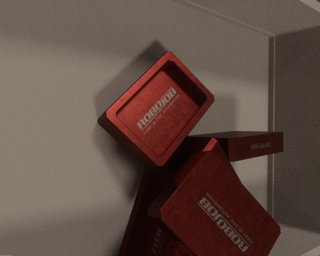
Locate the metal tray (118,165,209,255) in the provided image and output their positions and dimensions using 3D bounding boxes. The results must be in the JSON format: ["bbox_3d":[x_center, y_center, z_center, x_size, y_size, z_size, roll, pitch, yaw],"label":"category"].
[{"bbox_3d":[0.004,0.111,0.369,0.030,0.090,0.130,28,72,-37],"label":"metal tray"}]

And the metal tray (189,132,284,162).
[{"bbox_3d":[0.109,0.024,0.458,0.131,0.090,0.030,-4,93,-40],"label":"metal tray"}]

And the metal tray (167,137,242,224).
[{"bbox_3d":[0.060,0.069,0.416,0.030,0.090,0.130,-49,119,-30],"label":"metal tray"}]

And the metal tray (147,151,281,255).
[{"bbox_3d":[0.061,0.099,0.329,0.130,0.030,0.090,48,65,-11],"label":"metal tray"}]

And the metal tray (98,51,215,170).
[{"bbox_3d":[0.000,-0.024,0.385,0.090,0.030,0.130,45,61,-8],"label":"metal tray"}]
